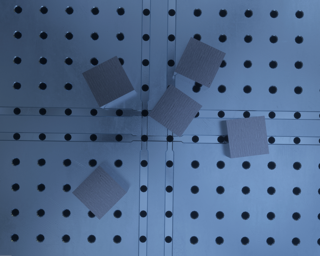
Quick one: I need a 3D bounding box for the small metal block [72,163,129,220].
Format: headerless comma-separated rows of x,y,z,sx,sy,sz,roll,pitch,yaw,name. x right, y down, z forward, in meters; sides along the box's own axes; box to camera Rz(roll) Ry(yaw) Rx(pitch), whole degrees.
-0.078,0.083,0.413,0.050,0.025,0.050,45,90,0,small metal block

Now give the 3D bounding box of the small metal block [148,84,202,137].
0.020,-0.023,0.413,0.050,0.025,0.050,35,90,0,small metal block

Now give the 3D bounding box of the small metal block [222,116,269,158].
0.114,0.012,0.414,0.050,0.025,0.050,-7,90,0,small metal block

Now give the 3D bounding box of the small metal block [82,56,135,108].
-0.067,-0.060,0.413,0.050,0.025,0.050,-27,90,0,small metal block

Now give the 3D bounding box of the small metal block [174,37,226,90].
0.052,-0.085,0.414,0.050,0.025,0.050,25,90,0,small metal block
